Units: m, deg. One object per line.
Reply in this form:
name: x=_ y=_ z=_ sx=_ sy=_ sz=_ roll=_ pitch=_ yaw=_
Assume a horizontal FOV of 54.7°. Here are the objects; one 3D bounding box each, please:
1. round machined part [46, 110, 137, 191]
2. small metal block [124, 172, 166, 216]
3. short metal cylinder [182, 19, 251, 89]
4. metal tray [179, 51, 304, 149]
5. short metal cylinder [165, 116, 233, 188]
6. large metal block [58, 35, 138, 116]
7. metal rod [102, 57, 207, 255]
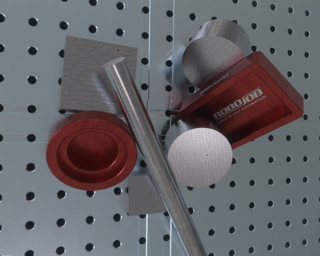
round machined part: x=-0.078 y=0.022 z=0.360 sx=0.099 sy=0.042 sz=0.097 roll=-5 pitch=121 yaw=-8
small metal block: x=-0.020 y=0.085 z=0.405 sx=0.050 sy=0.025 sz=0.050 roll=-1 pitch=90 yaw=-20
short metal cylinder: x=0.074 y=-0.093 z=0.403 sx=0.080 sy=0.080 sz=0.050 roll=42 pitch=43 yaw=-16
metal tray: x=0.099 y=-0.026 z=0.396 sx=0.090 sy=0.129 sz=0.030 roll=42 pitch=44 yaw=-16
short metal cylinder: x=0.047 y=0.030 z=0.402 sx=0.081 sy=0.050 sz=0.079 roll=-1 pitch=109 yaw=-4
large metal block: x=-0.075 y=-0.057 z=0.371 sx=0.081 sy=0.050 sz=0.080 roll=5 pitch=88 yaw=-20
metal rod: x=0.004 y=0.060 z=0.372 sx=0.025 sy=0.025 sz=0.299 roll=-31 pitch=116 yaw=-17
